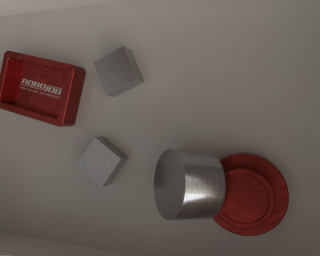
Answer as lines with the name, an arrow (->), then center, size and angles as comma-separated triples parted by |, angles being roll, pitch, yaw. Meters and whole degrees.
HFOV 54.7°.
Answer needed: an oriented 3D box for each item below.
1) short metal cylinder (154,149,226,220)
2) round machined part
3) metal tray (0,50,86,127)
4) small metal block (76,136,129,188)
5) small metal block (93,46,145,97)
short metal cylinder -> 0.032, 0.066, 0.363 | 0.050, 0.080, 0.079 | 6, 93, -25
round machined part -> 0.100, 0.079, 0.366 | 0.098, 0.042, 0.097 | 0, 90, 19
metal tray -> -0.183, -0.060, 0.470 | 0.130, 0.030, 0.089 | 15, 95, 19
small metal block -> -0.081, 0.047, 0.438 | 0.050, 0.025, 0.050 | 37, 102, 15
small metal block -> -0.057, -0.077, 0.429 | 0.050, 0.025, 0.050 | -24, 82, 18
